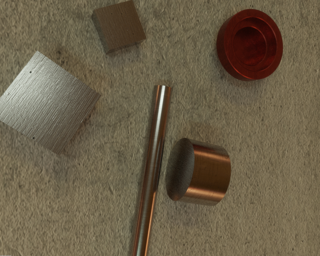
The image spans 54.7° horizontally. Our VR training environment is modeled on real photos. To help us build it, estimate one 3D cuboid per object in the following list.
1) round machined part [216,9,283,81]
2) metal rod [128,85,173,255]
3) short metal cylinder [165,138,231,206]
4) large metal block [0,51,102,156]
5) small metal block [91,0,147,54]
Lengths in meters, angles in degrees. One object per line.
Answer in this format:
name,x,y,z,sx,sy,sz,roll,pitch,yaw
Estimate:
round machined part,0.124,-0.116,0.447,0.099,0.042,0.097,0,90,-21
metal rod,-0.017,0.093,0.403,0.025,0.025,0.298,10,87,-20
short metal cylinder,0.047,0.057,0.398,0.050,0.080,0.080,14,85,-20
large metal block,-0.126,-0.026,0.349,0.080,0.050,0.080,36,78,-17
small metal block,-0.052,-0.127,0.390,0.050,0.025,0.050,-23,98,-19
